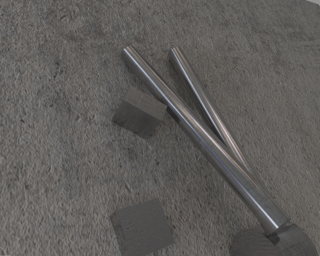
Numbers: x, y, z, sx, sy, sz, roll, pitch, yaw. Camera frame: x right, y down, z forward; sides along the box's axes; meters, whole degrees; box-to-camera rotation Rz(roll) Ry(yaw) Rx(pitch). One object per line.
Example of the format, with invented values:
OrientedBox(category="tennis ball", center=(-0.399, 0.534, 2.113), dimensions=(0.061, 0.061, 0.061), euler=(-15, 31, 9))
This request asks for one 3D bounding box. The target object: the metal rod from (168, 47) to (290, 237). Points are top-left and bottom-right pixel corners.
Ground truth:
OrientedBox(category="metal rod", center=(0.073, -0.006, 0.402), dimensions=(0.025, 0.025, 0.299), euler=(0, 48, -29))

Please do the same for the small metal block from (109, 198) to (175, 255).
OrientedBox(category="small metal block", center=(-0.019, 0.107, 0.328), dimensions=(0.050, 0.025, 0.050), euler=(-9, 66, -32))

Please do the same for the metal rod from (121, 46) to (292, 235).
OrientedBox(category="metal rod", center=(0.035, -0.007, 0.370), dimensions=(0.025, 0.025, 0.300), euler=(-15, 52, -34))

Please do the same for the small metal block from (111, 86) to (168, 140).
OrientedBox(category="small metal block", center=(-0.027, -0.018, 0.384), dimensions=(0.050, 0.050, 0.025), euler=(29, 53, -10))

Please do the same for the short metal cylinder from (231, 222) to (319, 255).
OrientedBox(category="short metal cylinder", center=(0.127, 0.148, 0.346), dimensions=(0.050, 0.080, 0.080), euler=(-6, 65, -31))
